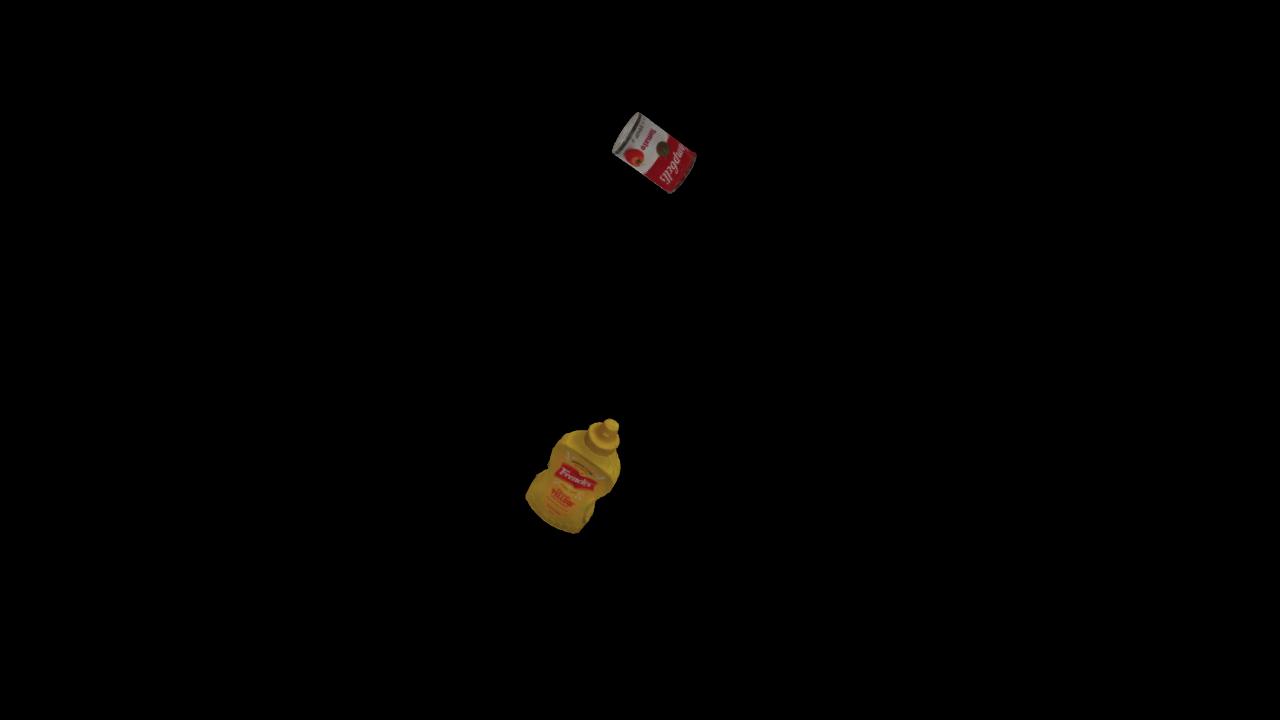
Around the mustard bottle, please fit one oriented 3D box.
[{"bbox_3d":[-0.073,0.137,0.773,0.092,0.184,0.054,38,34,7],"label":"mustard bottle"}]

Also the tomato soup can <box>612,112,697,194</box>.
[{"bbox_3d":[0.020,-0.291,0.866,0.101,0.068,0.068,30,-11,-20],"label":"tomato soup can"}]
